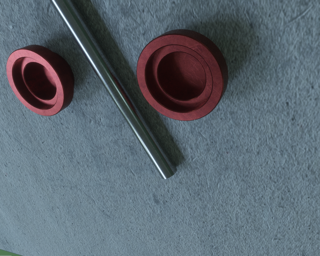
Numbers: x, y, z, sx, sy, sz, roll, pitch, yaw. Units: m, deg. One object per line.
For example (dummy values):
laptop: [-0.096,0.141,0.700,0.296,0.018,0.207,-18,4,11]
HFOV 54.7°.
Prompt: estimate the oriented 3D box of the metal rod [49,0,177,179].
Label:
metal rod: [-0.061,-0.060,0.400,0.025,0.025,0.299,-21,108,35]

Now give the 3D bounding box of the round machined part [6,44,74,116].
round machined part: [-0.161,-0.069,0.436,0.098,0.042,0.097,13,124,20]

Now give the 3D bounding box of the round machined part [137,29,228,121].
round machined part: [0.027,-0.060,0.343,0.098,0.042,0.097,13,124,20]
